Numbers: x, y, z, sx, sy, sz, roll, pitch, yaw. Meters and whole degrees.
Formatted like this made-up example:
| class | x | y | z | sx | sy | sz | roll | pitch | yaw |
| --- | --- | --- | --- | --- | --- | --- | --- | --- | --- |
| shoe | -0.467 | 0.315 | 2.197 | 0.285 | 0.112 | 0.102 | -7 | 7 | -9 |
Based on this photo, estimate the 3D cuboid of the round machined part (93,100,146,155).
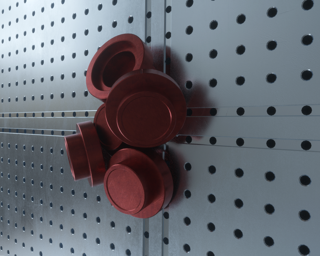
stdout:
| class | x | y | z | sx | sy | sz | roll | pitch | yaw |
| --- | --- | --- | --- | --- | --- | --- | --- | --- | --- |
| round machined part | -0.058 | -0.003 | 0.442 | 0.098 | 0.042 | 0.097 | 0 | 90 | 39 |

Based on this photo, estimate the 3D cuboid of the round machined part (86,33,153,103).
| class | x | y | z | sx | sy | sz | roll | pitch | yaw |
| --- | --- | --- | --- | --- | --- | --- | --- | --- | --- |
| round machined part | -0.050 | -0.076 | 0.423 | 0.098 | 0.042 | 0.098 | -14 | 62 | 28 |

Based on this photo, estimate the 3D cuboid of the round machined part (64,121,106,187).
| class | x | y | z | sx | sy | sz | roll | pitch | yaw |
| --- | --- | --- | --- | --- | --- | --- | --- | --- | --- |
| round machined part | -0.113 | 0.041 | 0.458 | 0.098 | 0.042 | 0.097 | 167 | 90 | -70 |

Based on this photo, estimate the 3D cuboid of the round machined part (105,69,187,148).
| class | x | y | z | sx | sy | sz | roll | pitch | yaw |
| --- | --- | --- | --- | --- | --- | --- | --- | --- | --- |
| round machined part | -0.017 | -0.018 | 0.372 | 0.042 | 0.099 | 0.097 | -99 | 34 | -65 |

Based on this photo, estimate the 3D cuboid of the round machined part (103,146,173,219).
| class | x | y | z | sx | sy | sz | roll | pitch | yaw |
| --- | --- | --- | --- | --- | --- | --- | --- | --- | --- |
| round machined part | -0.035 | 0.074 | 0.409 | 0.098 | 0.042 | 0.097 | 9 | 106 | 32 |
